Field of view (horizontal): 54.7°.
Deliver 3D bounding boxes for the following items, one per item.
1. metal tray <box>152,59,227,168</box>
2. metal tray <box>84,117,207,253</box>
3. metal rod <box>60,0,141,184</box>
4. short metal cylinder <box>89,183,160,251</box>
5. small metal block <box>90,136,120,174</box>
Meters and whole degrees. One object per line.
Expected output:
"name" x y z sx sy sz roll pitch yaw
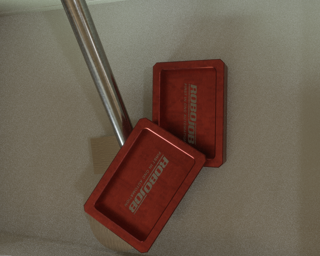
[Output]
"metal tray" 0.038 -0.018 0.393 0.090 0.030 0.129 1 90 19
"metal tray" -0.016 0.065 0.364 0.090 0.030 0.130 33 90 11
"metal rod" -0.068 -0.062 0.368 0.025 0.025 0.298 -12 112 19
"short metal cylinder" -0.046 0.115 0.412 0.080 0.050 0.079 0 90 19
"small metal block" -0.066 0.036 0.433 0.050 0.025 0.050 -8 88 19
